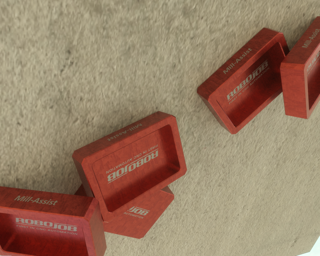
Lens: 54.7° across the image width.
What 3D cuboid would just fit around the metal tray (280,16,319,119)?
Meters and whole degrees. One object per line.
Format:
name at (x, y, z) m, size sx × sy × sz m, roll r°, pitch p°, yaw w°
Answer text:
metal tray at (0.215, -0.087, 0.436) m, size 0.130 × 0.030 × 0.090 m, roll -47°, pitch 133°, yaw -27°

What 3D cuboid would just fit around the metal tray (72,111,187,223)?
metal tray at (-0.031, 0.044, 0.385) m, size 0.131 × 0.030 × 0.089 m, roll -27°, pitch 117°, yaw -28°

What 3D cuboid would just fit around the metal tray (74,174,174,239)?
metal tray at (-0.053, 0.106, 0.442) m, size 0.131 × 0.030 × 0.090 m, roll 29°, pitch 102°, yaw -38°

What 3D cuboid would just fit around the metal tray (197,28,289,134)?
metal tray at (0.125, -0.063, 0.435) m, size 0.130 × 0.030 × 0.090 m, roll -43°, pitch 130°, yaw 1°

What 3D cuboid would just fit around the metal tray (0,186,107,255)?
metal tray at (-0.133, 0.116, 0.358) m, size 0.131 × 0.030 × 0.089 m, roll 5°, pitch 123°, yaw 9°
